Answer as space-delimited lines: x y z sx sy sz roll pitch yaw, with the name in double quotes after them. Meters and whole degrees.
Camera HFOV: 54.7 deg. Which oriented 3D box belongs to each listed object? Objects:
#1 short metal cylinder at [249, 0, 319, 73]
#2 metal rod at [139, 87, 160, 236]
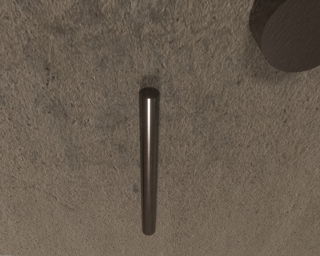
0.134 -0.102 0.306 0.081 0.050 0.079 0 130 0 "short metal cylinder"
-0.017 0.071 0.467 0.025 0.025 0.298 1 130 -1 "metal rod"
